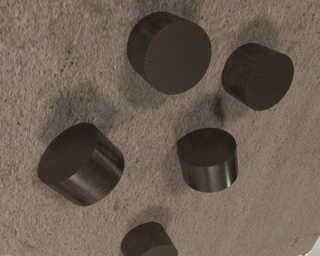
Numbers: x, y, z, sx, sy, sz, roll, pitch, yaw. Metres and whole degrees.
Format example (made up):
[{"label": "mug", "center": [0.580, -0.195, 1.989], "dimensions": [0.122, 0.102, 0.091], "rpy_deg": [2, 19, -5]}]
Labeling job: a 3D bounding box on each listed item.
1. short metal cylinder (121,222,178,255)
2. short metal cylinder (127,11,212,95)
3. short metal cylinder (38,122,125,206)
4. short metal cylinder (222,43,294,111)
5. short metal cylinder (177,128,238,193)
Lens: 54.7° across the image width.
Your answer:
[{"label": "short metal cylinder", "center": [-0.018, 0.202, 0.508], "dimensions": [0.081, 0.050, 0.079], "rpy_deg": [-14, 125, -21]}, {"label": "short metal cylinder", "center": [0.010, -0.084, 0.346], "dimensions": [0.081, 0.050, 0.079], "rpy_deg": [-14, 125, -21]}, {"label": "short metal cylinder", "center": [-0.088, 0.040, 0.349], "dimensions": [0.080, 0.080, 0.050], "rpy_deg": [-39, 130, -2]}, {"label": "short metal cylinder", "center": [0.132, -0.070, 0.422], "dimensions": [0.081, 0.050, 0.079], "rpy_deg": [-14, 125, -21]}, {"label": "short metal cylinder", "center": [0.068, 0.044, 0.438], "dimensions": [0.081, 0.080, 0.050], "rpy_deg": [-24, 128, -14]}]
